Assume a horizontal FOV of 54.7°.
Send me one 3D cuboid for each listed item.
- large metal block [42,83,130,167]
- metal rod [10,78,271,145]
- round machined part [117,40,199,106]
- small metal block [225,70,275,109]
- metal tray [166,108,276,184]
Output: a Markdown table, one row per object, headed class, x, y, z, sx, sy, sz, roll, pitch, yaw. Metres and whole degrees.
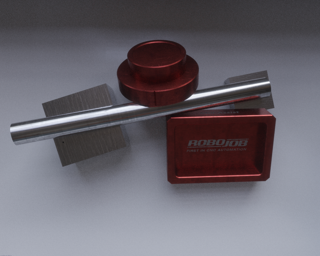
| class | x | y | z | sx | sy | sz | roll | pitch | yaw |
| --- | --- | --- | --- | --- | --- | --- | --- | --- | --- |
| large metal block | -0.091 | -0.004 | 0.395 | 0.080 | 0.050 | 0.080 | -18 | 90 | -1 |
| metal rod | -0.015 | -0.022 | 0.365 | 0.302 | 0.025 | 0.025 | -11 | 90 | -8 |
| round machined part | -0.003 | -0.072 | 0.371 | 0.099 | 0.098 | 0.042 | -4 | 131 | -1 |
| small metal block | 0.118 | -0.045 | 0.411 | 0.050 | 0.025 | 0.050 | -11 | 90 | -1 |
| metal tray | 0.074 | 0.023 | 0.394 | 0.131 | 0.030 | 0.089 | -2 | 110 | -1 |
